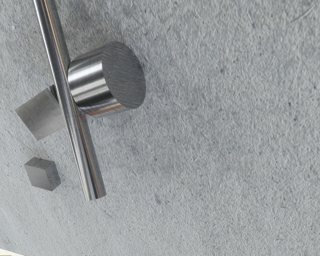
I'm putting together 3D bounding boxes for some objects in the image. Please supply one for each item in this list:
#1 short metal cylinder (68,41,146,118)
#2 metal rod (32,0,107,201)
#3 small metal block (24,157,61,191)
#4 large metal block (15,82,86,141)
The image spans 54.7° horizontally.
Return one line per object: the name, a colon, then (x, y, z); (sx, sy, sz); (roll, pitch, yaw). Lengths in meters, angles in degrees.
short metal cylinder: (-0.060, -0.056, 0.367); (0.050, 0.080, 0.080); (-13, 112, 30)
metal rod: (-0.113, -0.063, 0.360); (0.025, 0.025, 0.298); (-15, 90, 34)
small metal block: (-0.217, 0.085, 0.574); (0.050, 0.025, 0.050); (8, 122, 23)
large metal block: (-0.131, -0.034, 0.419); (0.080, 0.080, 0.050); (-22, 107, 36)
